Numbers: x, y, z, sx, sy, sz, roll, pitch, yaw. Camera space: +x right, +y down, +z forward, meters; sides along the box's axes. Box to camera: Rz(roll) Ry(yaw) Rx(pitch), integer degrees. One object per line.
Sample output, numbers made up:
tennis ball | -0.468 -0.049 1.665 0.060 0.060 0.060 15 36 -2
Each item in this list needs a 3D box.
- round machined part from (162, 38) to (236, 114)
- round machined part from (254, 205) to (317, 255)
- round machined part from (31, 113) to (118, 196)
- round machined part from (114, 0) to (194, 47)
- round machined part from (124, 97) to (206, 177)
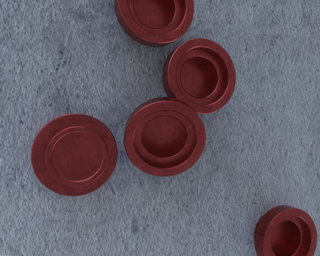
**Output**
round machined part | 0.049 -0.067 0.418 0.099 0.042 0.097 0 90 -20
round machined part | 0.183 0.165 0.467 0.099 0.042 0.097 0 90 -20
round machined part | -0.098 0.032 0.364 0.099 0.042 0.097 0 90 -20
round machined part | -0.010 -0.152 0.396 0.099 0.042 0.097 0 90 -20
round machined part | 0.005 0.008 0.389 0.099 0.042 0.097 -2 109 -4
